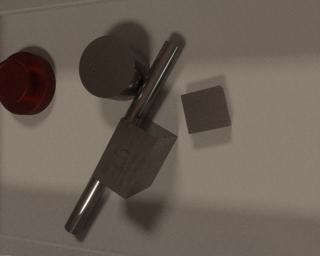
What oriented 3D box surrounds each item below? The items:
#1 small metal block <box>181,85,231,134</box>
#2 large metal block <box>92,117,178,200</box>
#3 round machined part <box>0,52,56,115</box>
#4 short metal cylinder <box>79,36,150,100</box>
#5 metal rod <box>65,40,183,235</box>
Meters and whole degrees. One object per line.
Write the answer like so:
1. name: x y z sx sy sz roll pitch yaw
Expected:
1. small metal block: 0.058 -0.022 0.390 0.050 0.025 0.050 -13 86 19
2. large metal block: -0.028 0.034 0.390 0.050 0.080 0.080 31 100 16
3. round machined part: -0.214 -0.069 0.475 0.098 0.042 0.097 0 90 19
4. short metal cylinder: -0.060 -0.078 0.417 0.080 0.050 0.079 0 90 20
5. metal rod: -0.055 0.020 0.426 0.025 0.025 0.299 33 101 16
